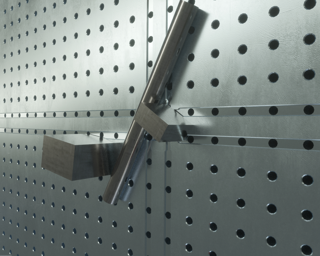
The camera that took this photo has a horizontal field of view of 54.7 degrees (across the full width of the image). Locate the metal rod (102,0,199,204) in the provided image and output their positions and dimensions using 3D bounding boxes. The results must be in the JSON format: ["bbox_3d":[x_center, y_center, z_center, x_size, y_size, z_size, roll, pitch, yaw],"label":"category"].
[{"bbox_3d":[-0.020,-0.022,0.425,0.025,0.025,0.298,36,112,34],"label":"metal rod"}]

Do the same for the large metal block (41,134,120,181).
[{"bbox_3d":[-0.121,0.041,0.474,0.080,0.081,0.050,12,98,39],"label":"large metal block"}]

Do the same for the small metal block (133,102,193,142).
[{"bbox_3d":[0.004,-0.008,0.390,0.050,0.050,0.025,41,115,32],"label":"small metal block"}]
